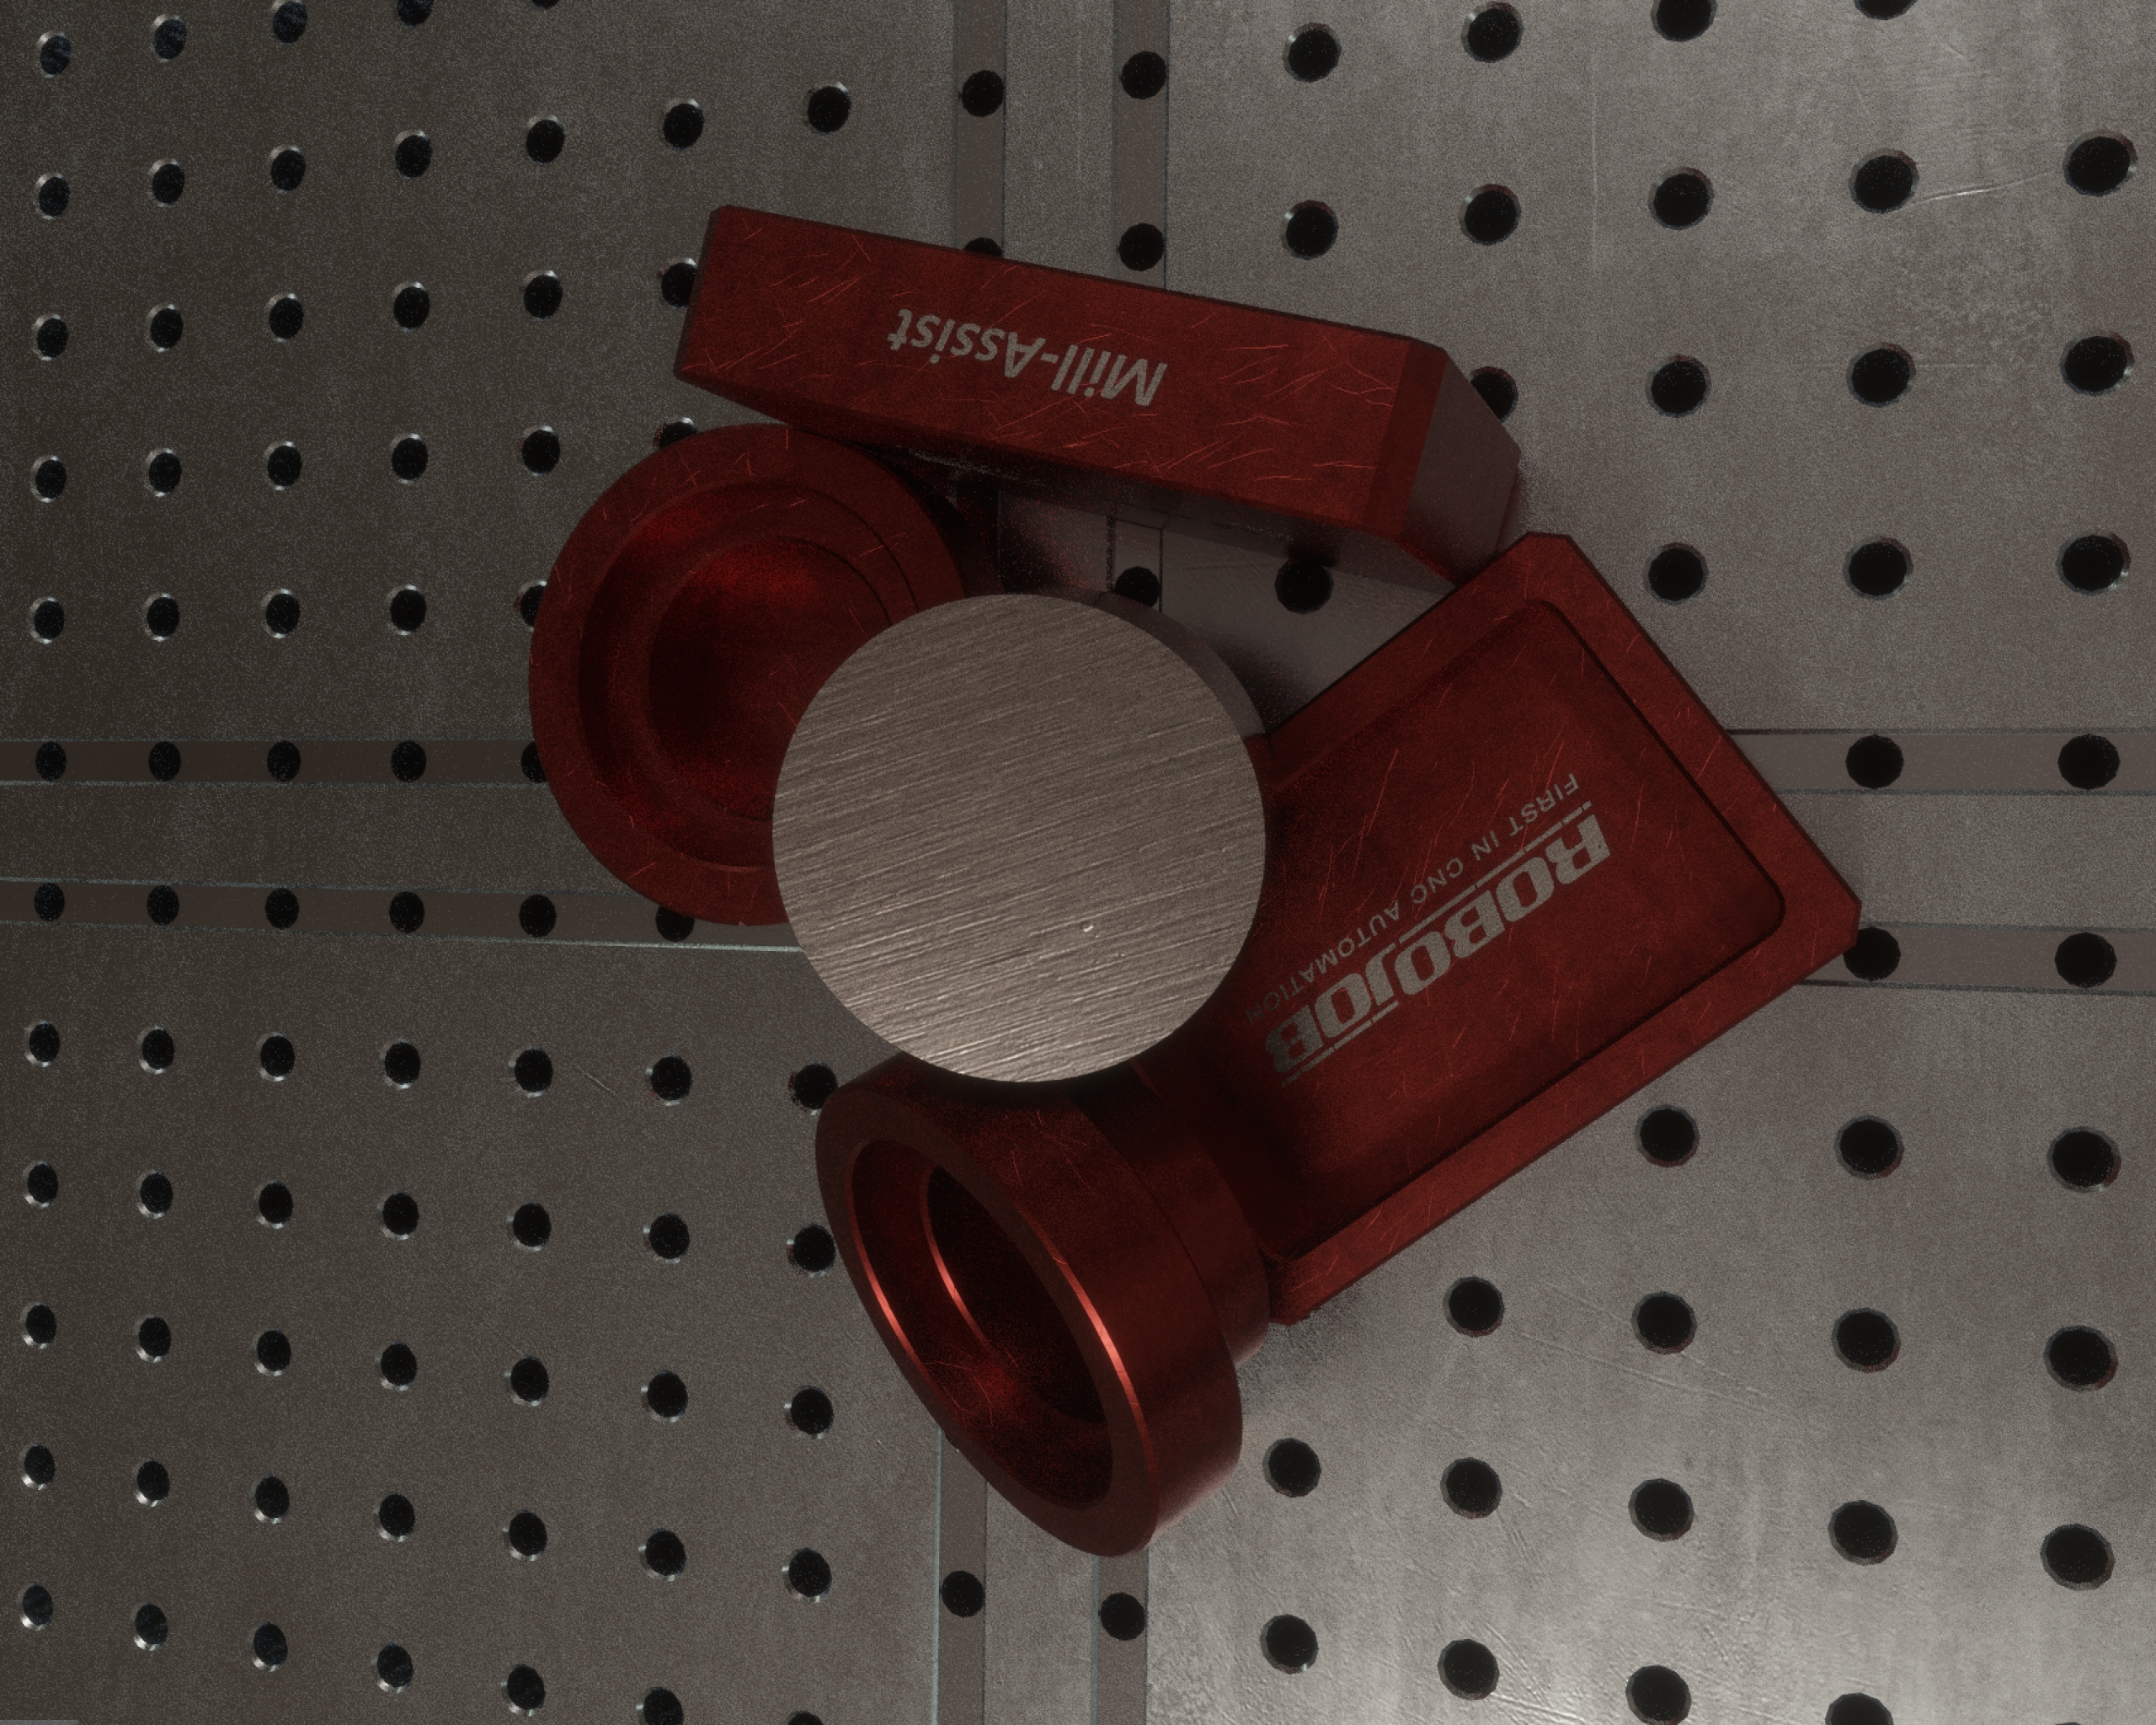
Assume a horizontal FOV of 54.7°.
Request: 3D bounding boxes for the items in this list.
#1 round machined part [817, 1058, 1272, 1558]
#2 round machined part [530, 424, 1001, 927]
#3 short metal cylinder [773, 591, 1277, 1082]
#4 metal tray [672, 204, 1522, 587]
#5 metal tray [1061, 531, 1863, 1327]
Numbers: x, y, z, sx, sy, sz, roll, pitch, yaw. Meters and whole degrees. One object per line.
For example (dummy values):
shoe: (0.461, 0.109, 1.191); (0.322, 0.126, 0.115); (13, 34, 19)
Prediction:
round machined part: (-0.003, 0.074, 0.385); (0.098, 0.042, 0.097); (37, 143, 35)
round machined part: (-0.057, -0.036, 0.423); (0.098, 0.042, 0.097); (0, 90, 19)
short metal cylinder: (-0.007, -0.007, 0.361); (0.080, 0.050, 0.079); (1, 99, 7)
metal tray: (0.007, -0.081, 0.375); (0.130, 0.090, 0.030); (16, 96, 19)
metal tray: (0.064, 0.013, 0.386); (0.130, 0.030, 0.090); (-38, 78, 15)
